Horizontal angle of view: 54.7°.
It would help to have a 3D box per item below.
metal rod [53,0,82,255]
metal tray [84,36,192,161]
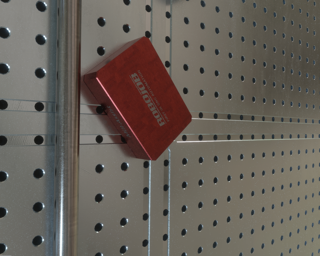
[{"bbox_3d":[-0.097,-0.001,0.327,0.025,0.025,0.298,1,89,-40],"label":"metal rod"},{"bbox_3d":[-0.021,-0.035,0.388,0.090,0.030,0.130,-46,118,-30],"label":"metal tray"}]
